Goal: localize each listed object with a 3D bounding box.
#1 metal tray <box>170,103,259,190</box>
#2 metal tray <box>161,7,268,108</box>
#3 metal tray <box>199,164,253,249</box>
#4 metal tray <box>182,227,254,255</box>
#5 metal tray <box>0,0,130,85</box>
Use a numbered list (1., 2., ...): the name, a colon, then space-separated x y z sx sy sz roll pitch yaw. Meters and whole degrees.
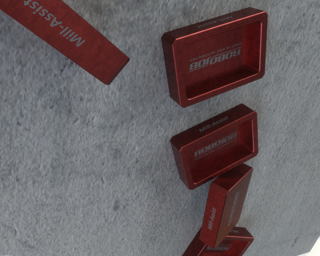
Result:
1. metal tray: 0.087 0.029 0.470 0.131 0.030 0.090 -25 128 -13
2. metal tray: 0.072 -0.089 0.389 0.131 0.030 0.089 -22 127 -16
3. metal tray: 0.112 0.130 0.525 0.091 0.030 0.129 -28 133 -43
4. metal tray: 0.118 0.240 0.618 0.131 0.030 0.090 18 109 -36
5. metal tray: -0.093 -0.096 0.255 0.030 0.090 0.130 -50 129 6
